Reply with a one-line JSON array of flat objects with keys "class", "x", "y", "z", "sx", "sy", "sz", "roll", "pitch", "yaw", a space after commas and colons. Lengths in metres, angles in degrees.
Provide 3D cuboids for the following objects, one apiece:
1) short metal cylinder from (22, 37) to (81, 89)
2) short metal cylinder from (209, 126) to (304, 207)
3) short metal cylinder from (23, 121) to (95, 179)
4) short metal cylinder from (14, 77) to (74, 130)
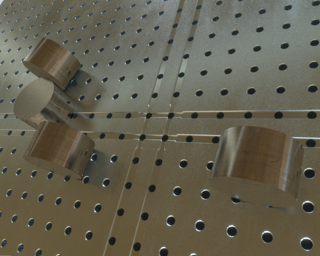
[{"class": "short metal cylinder", "x": -0.186, "y": -0.110, "z": 0.535, "sx": 0.080, "sy": 0.080, "sz": 0.050, "roll": 19, "pitch": 72, "yaw": 35}, {"class": "short metal cylinder", "x": 0.093, "y": 0.039, "z": 0.300, "sx": 0.080, "sy": 0.080, "sz": 0.050, "roll": 5, "pitch": 65, "yaw": 30}, {"class": "short metal cylinder", "x": -0.136, "y": 0.032, "z": 0.423, "sx": 0.080, "sy": 0.080, "sz": 0.050, "roll": 4, "pitch": 64, "yaw": 30}, {"class": "short metal cylinder", "x": -0.191, "y": -0.037, "z": 0.513, "sx": 0.080, "sy": 0.050, "sz": 0.080, "roll": -13, "pitch": 56, "yaw": 20}]
